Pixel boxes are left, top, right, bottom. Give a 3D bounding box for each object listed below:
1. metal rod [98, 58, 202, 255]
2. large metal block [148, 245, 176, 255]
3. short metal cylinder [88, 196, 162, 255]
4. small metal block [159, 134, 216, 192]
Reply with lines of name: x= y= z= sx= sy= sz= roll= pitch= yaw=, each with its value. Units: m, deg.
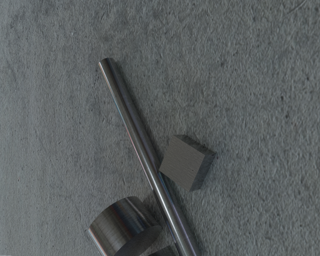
metal rod: x=-0.021 y=0.029 z=0.420 sx=0.025 sy=0.025 sz=0.299 roll=-38 pitch=67 yaw=33
large metal block: x=-0.005 y=0.211 z=0.391 sx=0.080 sy=0.050 sz=0.080 roll=-50 pitch=61 yaw=28
short metal cylinder: x=-0.045 y=0.136 z=0.404 sx=0.050 sy=0.081 sz=0.080 roll=46 pitch=117 yaw=30
small metal block: x=0.033 y=0.042 z=0.377 sx=0.050 sy=0.025 sz=0.050 roll=33 pitch=110 yaw=35
